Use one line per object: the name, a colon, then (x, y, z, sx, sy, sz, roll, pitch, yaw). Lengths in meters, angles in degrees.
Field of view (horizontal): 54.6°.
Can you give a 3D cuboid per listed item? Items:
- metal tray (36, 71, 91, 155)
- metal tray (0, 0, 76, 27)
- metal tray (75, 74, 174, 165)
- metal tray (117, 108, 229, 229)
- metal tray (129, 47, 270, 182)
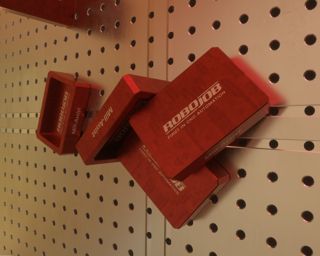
metal tray: (-0.174, -0.028, 0.551, 0.090, 0.030, 0.129, 26, 106, 37)
metal tray: (-0.203, -0.227, 0.510, 0.030, 0.131, 0.089, 13, 98, 39)
metal tray: (-0.039, -0.006, 0.399, 0.129, 0.091, 0.030, -50, 60, 28)
metal tray: (0.011, 0.047, 0.390, 0.130, 0.030, 0.090, 47, 118, 23)
metal tray: (0.041, -0.015, 0.341, 0.130, 0.030, 0.090, -40, 64, 7)
